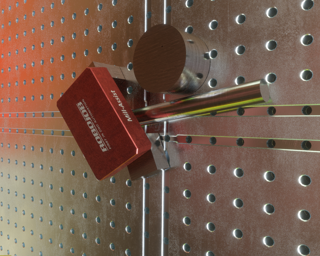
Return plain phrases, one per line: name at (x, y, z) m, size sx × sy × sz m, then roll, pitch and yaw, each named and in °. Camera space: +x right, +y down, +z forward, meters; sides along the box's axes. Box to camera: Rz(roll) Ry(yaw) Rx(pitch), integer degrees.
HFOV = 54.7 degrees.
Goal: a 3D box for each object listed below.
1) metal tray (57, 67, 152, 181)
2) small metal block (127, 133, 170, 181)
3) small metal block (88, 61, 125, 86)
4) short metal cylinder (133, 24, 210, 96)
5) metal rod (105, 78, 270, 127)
metal tray at (-0.079, -0.006, 0.418) m, size 0.090 × 0.030 × 0.130 m, roll -37°, pitch 79°, yaw 34°
small metal block at (-0.021, 0.040, 0.423) m, size 0.050 × 0.025 × 0.050 m, roll -29°, pitch 72°, yaw 36°
small metal block at (-0.090, -0.071, 0.464) m, size 0.050 × 0.050 × 0.025 m, roll -39°, pitch 67°, yaw 33°
short metal cylinder at (0.013, -0.081, 0.379) m, size 0.080 × 0.050 × 0.079 m, roll 0°, pitch 90°, yaw 39°
metal rod at (-0.007, -0.019, 0.413) m, size 0.300 × 0.025 × 0.025 m, roll -10°, pitch 84°, yaw 39°
